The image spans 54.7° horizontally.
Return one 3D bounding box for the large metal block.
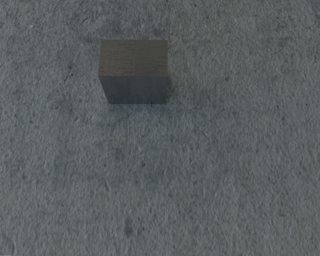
[{"bbox_3d":[-0.031,-0.070,0.404,0.081,0.080,0.050,0,70,0],"label":"large metal block"}]
